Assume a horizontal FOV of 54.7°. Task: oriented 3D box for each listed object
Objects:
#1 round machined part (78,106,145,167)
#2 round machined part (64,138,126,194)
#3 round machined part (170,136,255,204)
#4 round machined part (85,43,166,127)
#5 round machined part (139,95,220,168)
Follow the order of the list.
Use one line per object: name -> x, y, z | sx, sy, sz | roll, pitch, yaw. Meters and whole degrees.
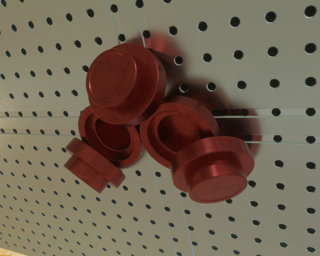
round machined part -> -0.061, 0.003, 0.431 | 0.098, 0.042, 0.097 | 13, 124, 20
round machined part -> -0.102, 0.061, 0.460 | 0.098, 0.042, 0.098 | 34, 163, 12
round machined part -> 0.064, 0.055, 0.365 | 0.099, 0.042, 0.097 | -7, 142, -5
round machined part -> -0.046, -0.052, 0.357 | 0.098, 0.042, 0.098 | -5, 78, 26
round machined part -> 0.027, 0.004, 0.387 | 0.098, 0.042, 0.097 | 13, 124, 20
